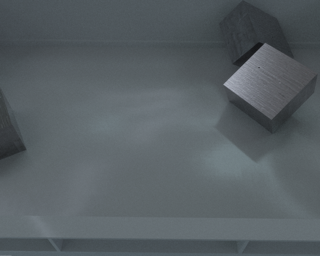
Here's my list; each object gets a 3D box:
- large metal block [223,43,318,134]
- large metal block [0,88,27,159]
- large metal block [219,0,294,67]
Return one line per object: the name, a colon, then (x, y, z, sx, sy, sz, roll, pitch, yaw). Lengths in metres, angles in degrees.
large metal block: (0.146, -0.053, 0.415, 0.080, 0.050, 0.080, -45, 60, -2)
large metal block: (-0.226, 0.000, 0.387, 0.081, 0.050, 0.080, -23, 54, -18)
large metal block: (0.145, -0.133, 0.468, 0.081, 0.050, 0.080, 10, 58, -34)
